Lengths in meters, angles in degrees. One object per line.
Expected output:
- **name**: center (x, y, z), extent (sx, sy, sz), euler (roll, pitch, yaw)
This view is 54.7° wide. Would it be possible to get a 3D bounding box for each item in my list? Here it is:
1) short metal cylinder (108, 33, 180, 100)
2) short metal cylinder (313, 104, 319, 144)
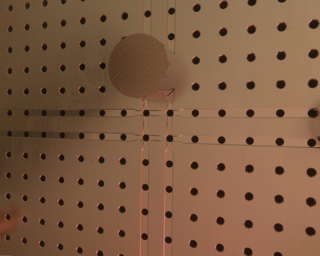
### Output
- **short metal cylinder**: center (-0.020, -0.077, 0.406), extent (0.080, 0.050, 0.079), euler (0, 90, 20)
- **short metal cylinder**: center (0.208, -0.005, 0.326), extent (0.080, 0.050, 0.079), euler (0, 90, 20)
